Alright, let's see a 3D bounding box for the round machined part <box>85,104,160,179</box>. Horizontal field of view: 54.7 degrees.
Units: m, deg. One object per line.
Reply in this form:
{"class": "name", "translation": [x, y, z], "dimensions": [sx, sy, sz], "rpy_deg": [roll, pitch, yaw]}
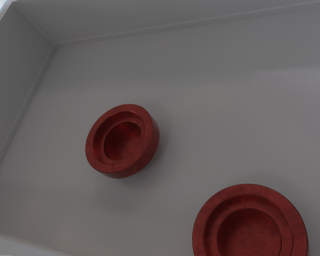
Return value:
{"class": "round machined part", "translation": [-0.045, 0.021, 0.406], "dimensions": [0.098, 0.042, 0.098], "rpy_deg": [-13, 56, 21]}

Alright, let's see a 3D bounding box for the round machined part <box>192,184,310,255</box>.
{"class": "round machined part", "translation": [0.083, 0.105, 0.284], "dimensions": [0.098, 0.042, 0.098], "rpy_deg": [-14, 52, 19]}
